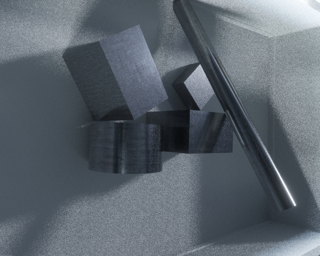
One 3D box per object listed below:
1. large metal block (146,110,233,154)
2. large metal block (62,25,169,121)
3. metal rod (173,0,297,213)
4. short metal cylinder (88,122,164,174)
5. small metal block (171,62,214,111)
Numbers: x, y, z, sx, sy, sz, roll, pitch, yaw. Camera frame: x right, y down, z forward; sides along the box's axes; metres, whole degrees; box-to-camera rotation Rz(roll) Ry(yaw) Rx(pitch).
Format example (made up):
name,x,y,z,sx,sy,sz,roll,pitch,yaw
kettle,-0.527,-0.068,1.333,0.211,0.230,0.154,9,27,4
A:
name,x,y,z,sx,sy,sz,roll,pitch,yaw
large metal block,0.038,0.005,0.405,0.081,0.080,0.050,3,89,-40
large metal block,-0.049,-0.055,0.331,0.050,0.080,0.080,-36,113,-34
metal rod,0.084,-0.041,0.389,0.025,0.025,0.299,-6,65,-40
short metal cylinder,-0.037,0.021,0.342,0.081,0.080,0.050,3,88,-40
small metal block,0.051,-0.060,0.452,0.050,0.025,0.050,-50,120,-28
